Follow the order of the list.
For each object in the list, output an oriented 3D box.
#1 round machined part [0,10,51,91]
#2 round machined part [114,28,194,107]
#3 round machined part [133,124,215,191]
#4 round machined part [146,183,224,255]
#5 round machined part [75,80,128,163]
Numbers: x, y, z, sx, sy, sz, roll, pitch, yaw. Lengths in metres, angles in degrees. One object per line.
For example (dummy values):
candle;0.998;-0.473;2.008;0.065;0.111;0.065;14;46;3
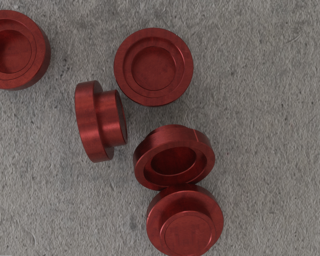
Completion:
round machined part;-0.190;-0.097;0.400;0.099;0.042;0.097;0;90;0
round machined part;-0.008;-0.075;0.401;0.099;0.042;0.097;0;90;0
round machined part;0.015;0.033;0.384;0.099;0.097;0.042;-7;45;-7
round machined part;0.032;0.123;0.389;0.099;0.042;0.097;-1;106;-4
round machined part;-0.066;-0.010;0.373;0.042;0.098;0.097;-10;90;0
